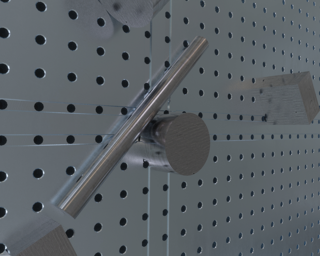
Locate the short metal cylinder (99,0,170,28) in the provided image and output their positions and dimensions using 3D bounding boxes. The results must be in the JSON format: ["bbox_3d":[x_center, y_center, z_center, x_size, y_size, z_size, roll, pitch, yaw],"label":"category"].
[{"bbox_3d":[-0.028,-0.163,0.350,0.080,0.080,0.050,50,61,-29],"label":"short metal cylinder"}]

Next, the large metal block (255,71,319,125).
[{"bbox_3d":[0.235,-0.053,0.571,0.050,0.080,0.080,-40,115,-33],"label":"large metal block"}]

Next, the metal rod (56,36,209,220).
[{"bbox_3d":[-0.019,-0.019,0.393,0.025,0.025,0.301,52,60,-28],"label":"metal rod"}]

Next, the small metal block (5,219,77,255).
[{"bbox_3d":[-0.116,0.130,0.312,0.050,0.025,0.050,-32,110,-35],"label":"small metal block"}]

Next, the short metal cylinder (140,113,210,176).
[{"bbox_3d":[0.021,0.020,0.411,0.081,0.050,0.079,0,90,-40],"label":"short metal cylinder"}]
